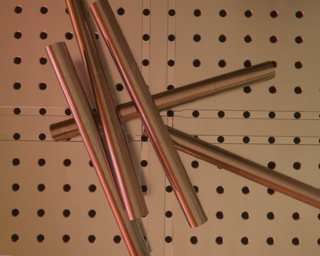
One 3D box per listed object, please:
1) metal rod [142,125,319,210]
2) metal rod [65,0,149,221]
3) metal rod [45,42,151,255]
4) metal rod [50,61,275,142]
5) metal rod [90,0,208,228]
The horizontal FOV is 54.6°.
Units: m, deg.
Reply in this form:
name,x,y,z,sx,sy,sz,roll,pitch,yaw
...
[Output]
name,x,y,z,sx,sy,sz,roll,pitch,yaw
metal rod,0.120,0.056,0.414,0.301,0.025,0.025,23,90,0
metal rod,-0.070,-0.035,0.389,0.025,0.025,0.299,-18,81,0
metal rod,-0.074,0.039,0.393,0.025,0.025,0.299,-20,98,0
metal rod,0.004,-0.035,0.413,0.301,0.025,0.025,-16,90,0
metal rod,-0.014,-0.018,0.387,0.025,0.025,0.299,-25,90,0
